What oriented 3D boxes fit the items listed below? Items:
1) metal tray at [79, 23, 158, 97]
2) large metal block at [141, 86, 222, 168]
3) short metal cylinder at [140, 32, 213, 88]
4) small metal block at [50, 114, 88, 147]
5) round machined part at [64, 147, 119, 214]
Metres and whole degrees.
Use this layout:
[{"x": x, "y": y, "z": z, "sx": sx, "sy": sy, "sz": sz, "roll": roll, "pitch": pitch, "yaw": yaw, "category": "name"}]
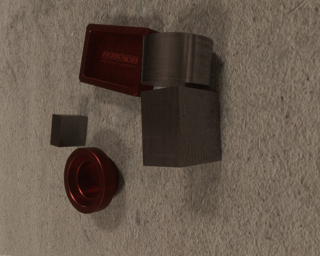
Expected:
[{"x": -0.062, "y": -0.100, "z": 0.449, "sx": 0.130, "sy": 0.030, "sz": 0.089, "roll": 18, "pitch": 102, "yaw": 38, "category": "metal tray"}, {"x": 0.026, "y": -0.001, "z": 0.346, "sx": 0.050, "sy": 0.081, "sz": 0.079, "roll": -3, "pitch": 88, "yaw": 40, "category": "large metal block"}, {"x": 0.018, "y": -0.074, "z": 0.352, "sx": 0.080, "sy": 0.081, "sz": 0.050, "roll": 5, "pitch": 94, "yaw": 39, "category": "short metal cylinder"}, {"x": -0.149, "y": 0.004, "z": 0.508, "sx": 0.025, "sy": 0.050, "sz": 0.050, "roll": 10, "pitch": 97, "yaw": 39, "category": "small metal block"}, {"x": -0.101, "y": 0.078, "z": 0.475, "sx": 0.098, "sy": 0.042, "sz": 0.097, "roll": 0, "pitch": 90, "yaw": 39, "category": "round machined part"}]
